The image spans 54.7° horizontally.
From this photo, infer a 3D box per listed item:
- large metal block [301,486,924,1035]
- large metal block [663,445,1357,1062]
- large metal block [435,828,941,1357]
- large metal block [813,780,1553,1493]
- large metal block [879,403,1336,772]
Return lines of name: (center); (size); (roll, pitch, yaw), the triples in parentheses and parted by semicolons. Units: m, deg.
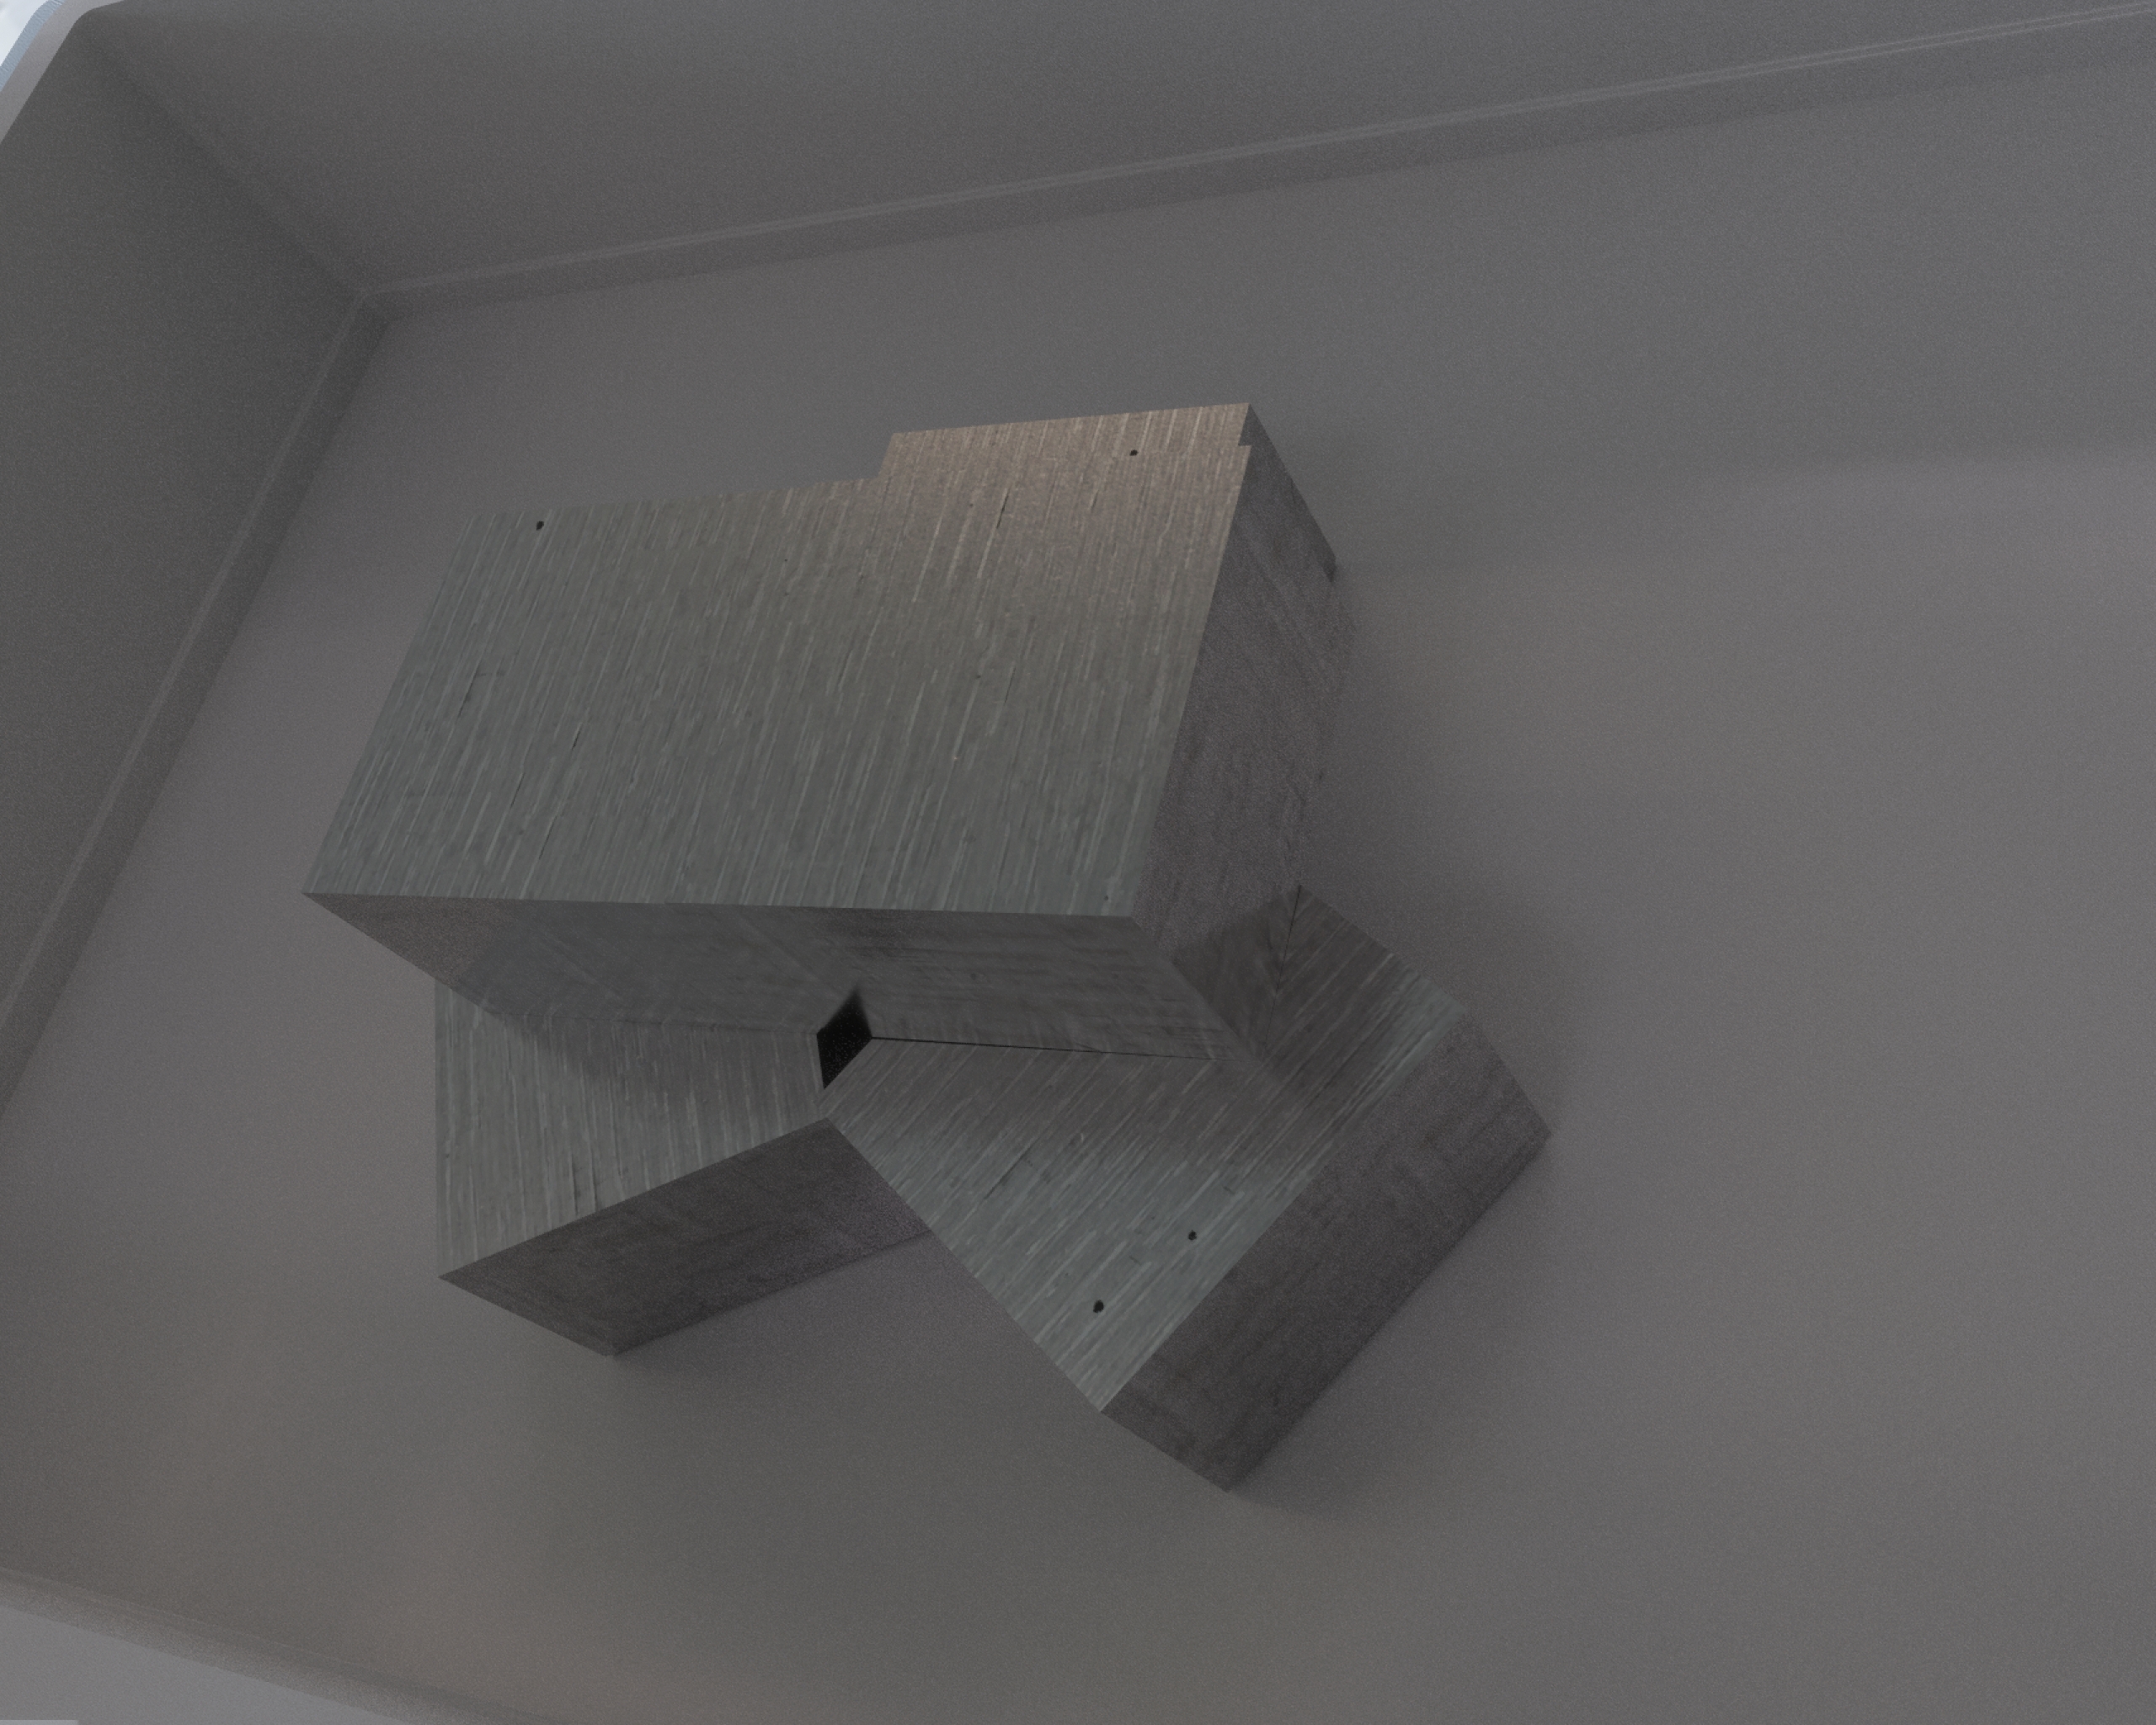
large metal block: (-0.078, -0.018, 0.375); (0.080, 0.050, 0.080); (1, 62, 28)
large metal block: (-0.008, -0.017, 0.336); (0.080, 0.050, 0.080); (1, 62, 28)
large metal block: (-0.075, 0.038, 0.404); (0.080, 0.050, 0.080); (-23, 53, 14)
large metal block: (0.017, 0.043, 0.351); (0.080, 0.050, 0.080); (-47, 51, -5)
large metal block: (-0.002, -0.041, 0.414); (0.080, 0.050, 0.080); (2, 62, 29)
